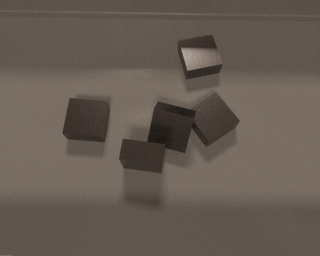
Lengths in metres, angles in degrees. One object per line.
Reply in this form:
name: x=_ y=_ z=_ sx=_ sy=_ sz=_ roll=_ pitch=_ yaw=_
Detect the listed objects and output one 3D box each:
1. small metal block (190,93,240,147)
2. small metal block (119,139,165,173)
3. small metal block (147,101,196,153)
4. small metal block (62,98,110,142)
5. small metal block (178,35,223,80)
small metal block: x=0.069 y=-0.011 z=0.415 sx=0.050 sy=0.025 sz=0.050 roll=-33 pitch=74 yaw=-12
small metal block: x=-0.021 y=0.036 z=0.383 sx=0.050 sy=0.050 sz=0.025 roll=7 pitch=70 yaw=2
small metal block: x=0.015 y=-0.001 z=0.395 sx=0.050 sy=0.050 sz=0.025 roll=15 pitch=26 yaw=5
small metal block: x=-0.097 y=-0.010 z=0.412 sx=0.050 sy=0.025 sz=0.050 roll=5 pitch=70 yaw=1
small metal block: x=0.057 y=-0.102 z=0.448 sx=0.050 sy=0.025 sz=0.050 roll=-12 pitch=71 yaw=-5
